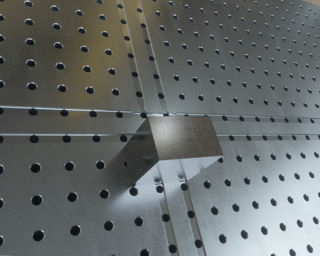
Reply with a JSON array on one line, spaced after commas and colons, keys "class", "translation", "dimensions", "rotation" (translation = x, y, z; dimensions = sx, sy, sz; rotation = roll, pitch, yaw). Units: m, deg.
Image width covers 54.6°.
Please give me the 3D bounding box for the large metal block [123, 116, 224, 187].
[{"class": "large metal block", "translation": [0.012, 0.028, 0.362], "dimensions": [0.081, 0.080, 0.050], "rotation": [-1, 63, -29]}]
